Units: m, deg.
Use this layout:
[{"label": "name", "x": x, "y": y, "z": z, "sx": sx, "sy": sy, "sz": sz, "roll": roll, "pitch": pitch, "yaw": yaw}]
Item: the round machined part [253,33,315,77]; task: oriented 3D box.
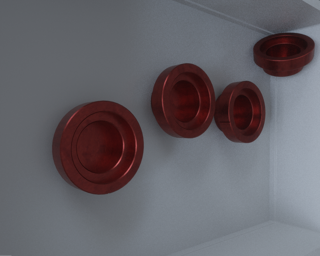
[{"label": "round machined part", "x": 0.216, "y": -0.125, "z": 0.543, "sx": 0.098, "sy": 0.098, "sz": 0.042, "roll": -46, "pitch": 137, "yaw": -30}]

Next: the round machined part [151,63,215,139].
[{"label": "round machined part", "x": 0.027, "y": -0.035, "z": 0.418, "sx": 0.099, "sy": 0.042, "sz": 0.097, "roll": 0, "pitch": 90, "yaw": -40}]

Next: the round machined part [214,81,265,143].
[{"label": "round machined part", "x": 0.125, "y": -0.025, "z": 0.500, "sx": 0.099, "sy": 0.042, "sz": 0.097, "roll": 0, "pitch": 90, "yaw": -40}]

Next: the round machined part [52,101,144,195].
[{"label": "round machined part", "x": -0.069, "y": 0.020, "z": 0.337, "sx": 0.099, "sy": 0.042, "sz": 0.097, "roll": 0, "pitch": 90, "yaw": -40}]
